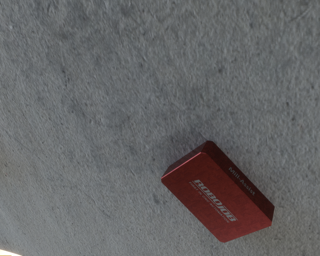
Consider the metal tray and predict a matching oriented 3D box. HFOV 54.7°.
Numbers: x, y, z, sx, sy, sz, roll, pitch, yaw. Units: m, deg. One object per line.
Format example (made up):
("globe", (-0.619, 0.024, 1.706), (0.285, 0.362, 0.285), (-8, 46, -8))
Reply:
("metal tray", (0.076, 0.089, 0.418), (0.130, 0.030, 0.090), (46, 129, -5))
